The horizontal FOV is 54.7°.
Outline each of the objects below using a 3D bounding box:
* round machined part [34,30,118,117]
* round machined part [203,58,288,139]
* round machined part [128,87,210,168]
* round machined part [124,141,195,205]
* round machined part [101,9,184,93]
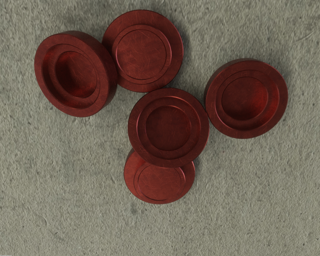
[{"bbox_3d":[-0.094,-0.065,0.365,0.098,0.042,0.097,10,119,18],"label":"round machined part"},{"bbox_3d":[0.104,-0.039,0.389,0.099,0.042,0.097,0,110,-1],"label":"round machined part"},{"bbox_3d":[0.010,0.000,0.391,0.099,0.042,0.097,0,87,-3],"label":"round machined part"},{"bbox_3d":[-0.001,0.064,0.425,0.099,0.042,0.097,0,110,-1],"label":"round machined part"},{"bbox_3d":[-0.021,-0.089,0.368,0.099,0.042,0.097,0,110,-1],"label":"round machined part"}]
